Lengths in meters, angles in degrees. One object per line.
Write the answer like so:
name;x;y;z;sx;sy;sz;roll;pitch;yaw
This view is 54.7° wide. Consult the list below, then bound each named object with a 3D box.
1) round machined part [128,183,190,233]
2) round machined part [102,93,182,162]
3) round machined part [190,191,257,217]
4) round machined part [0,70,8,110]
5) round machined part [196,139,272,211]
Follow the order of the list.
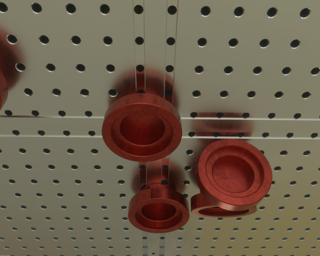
round machined part;-0.002;0.129;0.510;0.099;0.042;0.097;-1;130;0
round machined part;-0.022;-0.005;0.396;0.099;0.042;0.097;-1;130;0
round machined part;0.097;0.109;0.480;0.099;0.042;0.098;1;154;1
round machined part;-0.224;-0.054;0.351;0.099;0.042;0.097;-1;130;0
round machined part;0.098;0.066;0.425;0.099;0.098;0.042;1;146;-1
